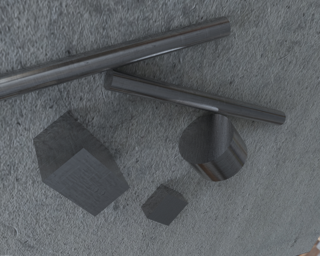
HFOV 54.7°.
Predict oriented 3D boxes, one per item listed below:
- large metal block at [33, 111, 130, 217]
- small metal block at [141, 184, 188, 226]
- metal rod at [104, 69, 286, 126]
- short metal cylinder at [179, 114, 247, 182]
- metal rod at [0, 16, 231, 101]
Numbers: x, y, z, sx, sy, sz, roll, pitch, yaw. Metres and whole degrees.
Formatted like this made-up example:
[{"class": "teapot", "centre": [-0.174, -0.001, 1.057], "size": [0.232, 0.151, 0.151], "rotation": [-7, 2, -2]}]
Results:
[{"class": "large metal block", "centre": [-0.089, 0.039, 0.348], "size": [0.050, 0.080, 0.080], "rotation": [-40, 130, -1]}, {"class": "small metal block", "centre": [0.008, 0.122, 0.488], "size": [0.050, 0.025, 0.050], "rotation": [34, 99, -39]}, {"class": "metal rod", "centre": [0.069, -0.035, 0.424], "size": [0.302, 0.025, 0.025], "rotation": [9, 114, -33]}, {"class": "short metal cylinder", "centre": [0.074, 0.027, 0.430], "size": [0.080, 0.080, 0.050], "rotation": [-42, 130, 0]}, {"class": "metal rod", "centre": [-0.058, -0.074, 0.330], "size": [0.302, 0.025, 0.025], "rotation": [-20, 126, -17]}]
